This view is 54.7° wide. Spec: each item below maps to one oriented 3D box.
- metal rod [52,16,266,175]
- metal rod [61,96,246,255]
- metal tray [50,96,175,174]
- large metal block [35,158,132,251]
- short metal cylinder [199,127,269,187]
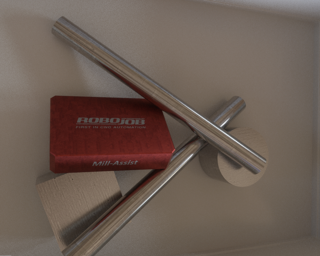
[{"bbox_3d":[0.003,-0.037,0.380,0.301,0.025,0.025,35,78,-5],"label":"metal rod"},{"bbox_3d":[0.013,0.047,0.376,0.302,0.025,0.025,-39,103,-30],"label":"metal rod"},{"bbox_3d":[-0.057,0.005,0.356,0.131,0.030,0.090,0,46,-19],"label":"metal tray"},{"bbox_3d":[-0.089,0.083,0.360,0.081,0.050,0.080,-20,97,-19],"label":"large metal block"},{"bbox_3d":[0.103,0.038,0.434,0.081,0.050,0.079,0,90,-21],"label":"short metal cylinder"}]
